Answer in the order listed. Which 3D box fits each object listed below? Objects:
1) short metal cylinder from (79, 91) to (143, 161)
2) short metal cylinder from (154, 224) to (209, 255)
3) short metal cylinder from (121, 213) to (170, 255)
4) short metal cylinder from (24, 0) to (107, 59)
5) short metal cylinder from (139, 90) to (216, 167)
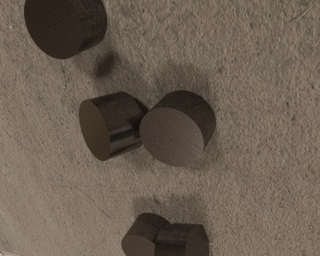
[{"bbox_3d":[-0.063,-0.003,0.400,0.080,0.050,0.079,28,127,44],"label":"short metal cylinder"},{"bbox_3d":[0.035,0.187,0.468,0.050,0.080,0.080,-8,114,31],"label":"short metal cylinder"},{"bbox_3d":[-0.017,0.189,0.515,0.080,0.050,0.079,13,124,20],"label":"short metal cylinder"},{"bbox_3d":[-0.111,-0.128,0.368,0.080,0.050,0.079,13,124,20],"label":"short metal cylinder"},{"bbox_3d":[0.022,0.000,0.378,0.080,0.050,0.079,13,124,20],"label":"short metal cylinder"}]
